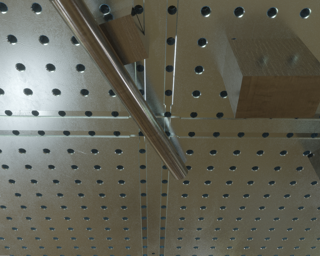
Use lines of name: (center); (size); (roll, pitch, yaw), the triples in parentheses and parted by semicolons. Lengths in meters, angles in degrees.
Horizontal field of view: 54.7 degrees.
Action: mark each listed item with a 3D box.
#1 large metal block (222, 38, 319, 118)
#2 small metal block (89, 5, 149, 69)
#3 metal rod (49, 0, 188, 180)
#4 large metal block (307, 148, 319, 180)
large metal block: (0.116, -0.055, 0.331); (0.081, 0.080, 0.050); (-1, 130, 0)
small metal block: (-0.044, -0.095, 0.330); (0.050, 0.025, 0.050); (-15, 129, 11)
metal rod: (-0.026, -0.024, 0.367); (0.025, 0.025, 0.299); (-18, 136, 14)
large metal block: (0.270, 0.072, 0.441); (0.080, 0.080, 0.050); (32, 123, -25)
